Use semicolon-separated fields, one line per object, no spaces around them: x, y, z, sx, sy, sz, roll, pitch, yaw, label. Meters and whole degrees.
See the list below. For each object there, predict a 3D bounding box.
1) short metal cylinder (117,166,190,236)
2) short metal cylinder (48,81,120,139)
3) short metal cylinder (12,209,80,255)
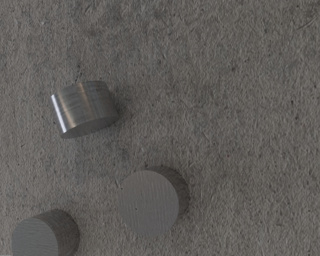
-0.007;0.091;0.398;0.080;0.050;0.080;0;90;20;short metal cylinder
-0.101;-0.023;0.415;0.080;0.080;0.050;-24;82;18;short metal cylinder
-0.167;0.165;0.454;0.080;0.050;0.080;0;90;20;short metal cylinder
